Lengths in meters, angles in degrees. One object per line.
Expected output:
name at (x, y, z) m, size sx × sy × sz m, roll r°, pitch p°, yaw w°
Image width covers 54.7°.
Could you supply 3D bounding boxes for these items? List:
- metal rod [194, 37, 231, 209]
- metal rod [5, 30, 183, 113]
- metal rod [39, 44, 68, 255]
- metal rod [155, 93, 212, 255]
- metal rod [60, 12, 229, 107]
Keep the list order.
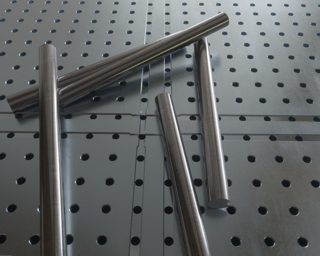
metal rod at (0.067, -0.032, 0.435) m, size 0.025 × 0.025 × 0.300 m, roll 1°, pitch 50°, yaw 0°
metal rod at (-0.084, -0.095, 0.486) m, size 0.302 × 0.025 × 0.025 m, roll -27°, pitch 55°, yaw -21°
metal rod at (-0.135, 0.006, 0.380) m, size 0.025 × 0.025 × 0.299 m, roll -10°, pitch 57°, yaw -8°
metal rod at (0.028, 0.072, 0.347) m, size 0.025 × 0.025 × 0.300 m, roll -6°, pitch 50°, yaw -6°
metal rod at (-0.018, -0.112, 0.481) m, size 0.302 × 0.025 × 0.025 m, roll -30°, pitch 56°, yaw -16°
